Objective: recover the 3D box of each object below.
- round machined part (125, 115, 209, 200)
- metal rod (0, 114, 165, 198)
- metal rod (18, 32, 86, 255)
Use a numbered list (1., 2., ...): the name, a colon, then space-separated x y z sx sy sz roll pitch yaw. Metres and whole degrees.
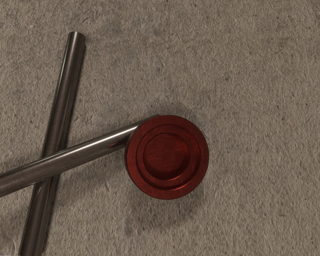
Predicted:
1. round machined part: 0.006 0.034 0.375 0.099 0.042 0.097 0 89 -13
2. metal rod: -0.131 0.046 0.363 0.302 0.025 0.025 -22 71 -19
3. metal rod: -0.135 0.006 0.404 0.025 0.025 0.299 5 70 1
